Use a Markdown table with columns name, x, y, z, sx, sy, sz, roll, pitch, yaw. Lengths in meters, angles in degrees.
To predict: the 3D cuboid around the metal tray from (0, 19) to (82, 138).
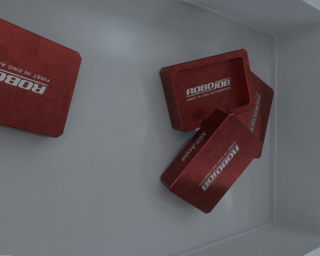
| name | x | y | z | sx | sy | sz | roll | pitch | yaw |
| --- | --- | --- | --- | --- | --- | --- | --- | --- | --- |
| metal tray | -0.146 | -0.048 | 0.281 | 0.131 | 0.030 | 0.090 | 18 | 79 | -39 |

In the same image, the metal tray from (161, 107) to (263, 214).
| name | x | y | z | sx | sy | sz | roll | pitch | yaw |
| --- | --- | --- | --- | --- | --- | --- | --- | --- | --- |
| metal tray | 0.074 | 0.047 | 0.433 | 0.090 | 0.030 | 0.130 | 39 | 90 | -34 |

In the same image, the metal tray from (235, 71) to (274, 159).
| name | x | y | z | sx | sy | sz | roll | pitch | yaw |
| --- | --- | --- | --- | --- | --- | --- | --- | --- | --- |
| metal tray | 0.147 | -0.022 | 0.526 | 0.090 | 0.030 | 0.130 | 26 | 74 | -37 |

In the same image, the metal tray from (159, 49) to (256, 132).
| name | x | y | z | sx | sy | sz | roll | pitch | yaw |
| --- | --- | --- | --- | --- | --- | --- | --- | --- | --- |
| metal tray | 0.072 | -0.055 | 0.441 | 0.131 | 0.030 | 0.089 | -18 | 102 | -23 |
